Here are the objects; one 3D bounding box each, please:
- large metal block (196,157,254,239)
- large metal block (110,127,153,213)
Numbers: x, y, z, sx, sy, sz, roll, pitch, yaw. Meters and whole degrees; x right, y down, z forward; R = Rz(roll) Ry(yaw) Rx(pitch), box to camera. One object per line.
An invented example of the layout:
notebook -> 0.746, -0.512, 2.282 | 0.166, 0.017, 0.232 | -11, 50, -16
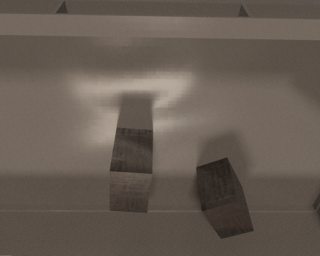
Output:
large metal block -> 0.096, 0.105, 0.464 | 0.050, 0.080, 0.080 | -21, 127, 16
large metal block -> -0.038, 0.057, 0.421 | 0.050, 0.080, 0.079 | 4, 130, -4
